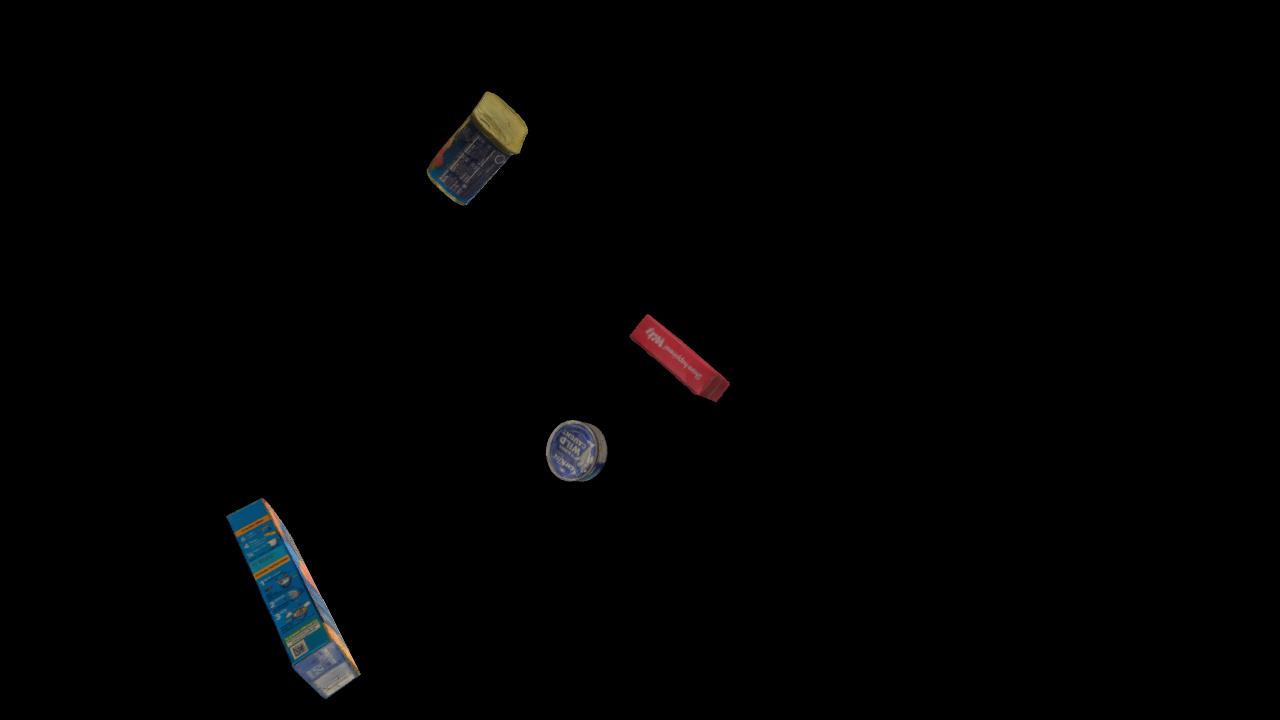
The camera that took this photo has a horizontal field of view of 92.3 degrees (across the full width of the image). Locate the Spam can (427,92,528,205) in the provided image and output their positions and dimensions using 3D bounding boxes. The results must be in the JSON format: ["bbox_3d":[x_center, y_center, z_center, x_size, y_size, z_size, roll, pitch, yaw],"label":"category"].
[{"bbox_3d":[-0.170,-0.221,0.646,0.085,0.101,0.058,-38,-61,24],"label":"Spam can"}]

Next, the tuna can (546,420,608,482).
[{"bbox_3d":[-0.088,0.127,0.859,0.084,0.084,0.034,0,-11,27],"label":"tuna can"}]

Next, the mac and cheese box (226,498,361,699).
[{"bbox_3d":[-0.337,0.228,0.597,0.041,0.093,0.184,-30,55,-28],"label":"mac and cheese box"}]

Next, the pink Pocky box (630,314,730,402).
[{"bbox_3d":[0.045,0.003,0.608,0.084,0.029,0.155,41,4,14],"label":"pink Pocky box"}]
